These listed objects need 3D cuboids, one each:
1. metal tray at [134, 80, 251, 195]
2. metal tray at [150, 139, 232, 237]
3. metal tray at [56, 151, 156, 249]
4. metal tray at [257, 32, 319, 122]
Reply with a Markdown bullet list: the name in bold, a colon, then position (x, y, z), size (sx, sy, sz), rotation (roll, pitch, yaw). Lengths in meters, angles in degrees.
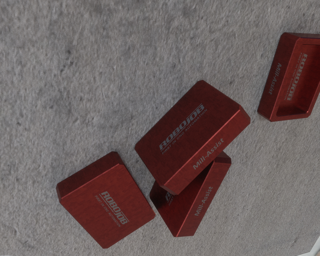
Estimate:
- **metal tray**: position (0.036, 0.008, 0.391), size (0.130, 0.090, 0.030), rotation (-45, 130, 3)
- **metal tray**: position (0.037, 0.073, 0.431), size (0.030, 0.090, 0.129), rotation (9, 114, -33)
- **metal tray**: position (-0.070, 0.104, 0.431), size (0.090, 0.030, 0.130), rotation (-31, 129, -9)
- **metal tray**: position (0.209, -0.076, 0.473), size (0.091, 0.030, 0.129), rotation (-6, 121, -26)
